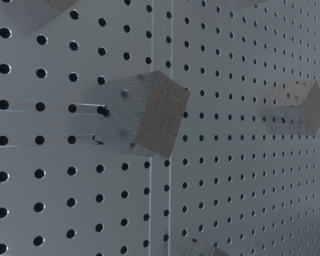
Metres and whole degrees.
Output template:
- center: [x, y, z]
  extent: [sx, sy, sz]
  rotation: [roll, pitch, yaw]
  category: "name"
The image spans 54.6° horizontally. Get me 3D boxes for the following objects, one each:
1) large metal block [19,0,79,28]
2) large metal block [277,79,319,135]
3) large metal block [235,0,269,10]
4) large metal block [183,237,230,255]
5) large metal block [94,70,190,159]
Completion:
- center: [-0.107, -0.160, 0.302]
  extent: [0.080, 0.050, 0.080]
  rotation: [-52, 121, -27]
  category: "large metal block"
- center: [0.295, -0.042, 0.638]
  extent: [0.080, 0.050, 0.080]
  rotation: [-50, 120, -28]
  category: "large metal block"
- center: [0.171, -0.253, 0.514]
  extent: [0.050, 0.080, 0.080]
  rotation: [47, 62, -30]
  category: "large metal block"
- center: [0.070, 0.218, 0.450]
  extent: [0.080, 0.050, 0.080]
  rotation: [40, 66, -33]
  category: "large metal block"
- center: [-0.021, -0.013, 0.355]
  extent: [0.050, 0.080, 0.080]
  rotation: [29, 72, -36]
  category: "large metal block"
